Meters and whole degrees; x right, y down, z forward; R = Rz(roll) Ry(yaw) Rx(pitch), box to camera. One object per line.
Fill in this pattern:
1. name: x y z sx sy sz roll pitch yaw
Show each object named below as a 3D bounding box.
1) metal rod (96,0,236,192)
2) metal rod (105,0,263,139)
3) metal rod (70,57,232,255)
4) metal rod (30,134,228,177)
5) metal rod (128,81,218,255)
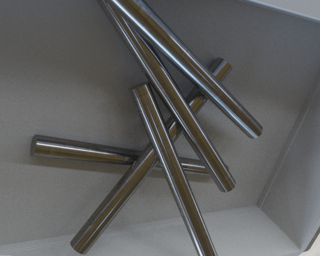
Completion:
1. metal rod: 0.018 -0.030 0.360 0.025 0.025 0.299 -37 117 -4
2. metal rod: 0.042 -0.063 0.353 0.025 0.025 0.301 -49 130 6
3. metal rod: -0.009 0.033 0.396 0.300 0.025 0.025 -51 130 -3
4. metal rod: -0.018 0.045 0.428 0.302 0.025 0.025 12 112 -34
5. metal rod: 0.029 0.084 0.392 0.025 0.025 0.299 -26 108 -13
